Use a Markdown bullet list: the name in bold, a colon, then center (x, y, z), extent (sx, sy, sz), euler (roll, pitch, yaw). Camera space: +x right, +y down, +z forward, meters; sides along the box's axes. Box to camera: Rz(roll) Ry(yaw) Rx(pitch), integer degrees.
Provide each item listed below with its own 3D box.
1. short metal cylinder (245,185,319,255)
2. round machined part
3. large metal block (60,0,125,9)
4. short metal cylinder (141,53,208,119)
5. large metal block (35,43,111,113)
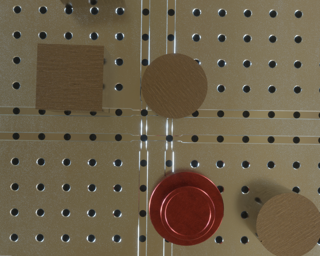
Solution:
- **short metal cylinder**: center (0.158, 0.119, 0.402), extent (0.081, 0.050, 0.080), euler (0, 90, 0)
- **round machined part**: center (0.035, 0.106, 0.405), extent (0.099, 0.042, 0.097), euler (0, 90, 0)
- **large metal block**: center (-0.091, -0.193, 0.385), extent (0.080, 0.080, 0.050), euler (-6, 90, 0)
- **short metal cylinder**: center (0.018, -0.051, 0.401), extent (0.081, 0.050, 0.080), euler (0, 90, 0)
- **large metal block**: center (-0.109, -0.061, 0.400), extent (0.081, 0.050, 0.080), euler (2, 90, 0)
